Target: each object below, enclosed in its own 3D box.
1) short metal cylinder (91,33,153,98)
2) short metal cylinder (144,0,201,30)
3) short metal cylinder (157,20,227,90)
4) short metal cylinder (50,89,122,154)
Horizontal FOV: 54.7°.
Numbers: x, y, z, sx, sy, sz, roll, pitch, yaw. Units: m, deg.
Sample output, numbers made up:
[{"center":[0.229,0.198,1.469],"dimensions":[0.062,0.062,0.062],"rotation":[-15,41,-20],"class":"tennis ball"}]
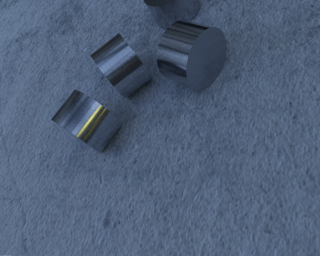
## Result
[{"center":[-0.055,-0.090,0.451],"dimensions":[0.050,0.080,0.080],"rotation":[-38,51,3],"class":"short metal cylinder"},{"center":[0.020,-0.208,0.503],"dimensions":[0.080,0.050,0.080],"rotation":[-13,56,20],"class":"short metal cylinder"},{"center":[0.042,-0.095,0.404],"dimensions":[0.050,0.080,0.080],"rotation":[28,77,37],"class":"short metal cylinder"},{"center":[-0.100,-0.008,0.424],"dimensions":[0.080,0.080,0.050],"rotation":[26,76,36],"class":"short metal cylinder"}]
